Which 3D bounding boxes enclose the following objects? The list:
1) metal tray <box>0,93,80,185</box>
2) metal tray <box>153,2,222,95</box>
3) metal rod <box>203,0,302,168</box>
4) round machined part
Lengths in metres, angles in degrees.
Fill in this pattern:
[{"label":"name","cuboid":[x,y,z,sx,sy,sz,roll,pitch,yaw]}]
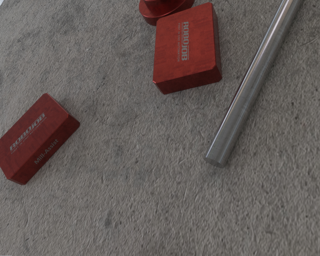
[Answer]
[{"label":"metal tray","cuboid":[-0.201,0.015,0.497,0.130,0.030,0.090,-48,52,-6]},{"label":"metal tray","cuboid":[0.039,-0.117,0.452,0.090,0.030,0.130,-11,57,22]},{"label":"metal rod","cuboid":[0.130,-0.087,0.388,0.025,0.025,0.300,18,71,35]},{"label":"round machined part","cuboid":[0.007,-0.226,0.528,0.098,0.042,0.098,-13,56,21]}]
